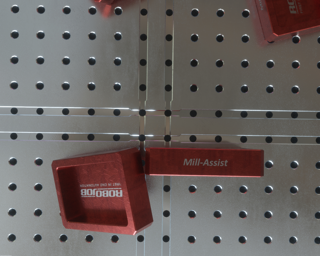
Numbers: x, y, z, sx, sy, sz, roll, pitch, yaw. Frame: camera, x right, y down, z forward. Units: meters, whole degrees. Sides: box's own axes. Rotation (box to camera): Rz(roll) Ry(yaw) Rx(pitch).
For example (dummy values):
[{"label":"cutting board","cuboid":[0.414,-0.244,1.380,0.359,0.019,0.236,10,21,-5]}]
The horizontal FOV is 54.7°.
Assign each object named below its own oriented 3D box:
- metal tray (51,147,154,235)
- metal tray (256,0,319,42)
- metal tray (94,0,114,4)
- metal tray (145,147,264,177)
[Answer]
[{"label":"metal tray","cuboid":[-0.074,0.076,0.373,0.130,0.030,0.089,-10,90,38]},{"label":"metal tray","cuboid":[0.175,-0.190,0.413,0.091,0.030,0.129,-14,90,-1]},{"label":"metal tray","cuboid":[-0.084,-0.238,0.390,0.090,0.030,0.130,-37,91,26]},{"label":"metal tray","cuboid":[0.049,0.039,0.380,0.131,0.090,0.030,1,88,-1]}]
